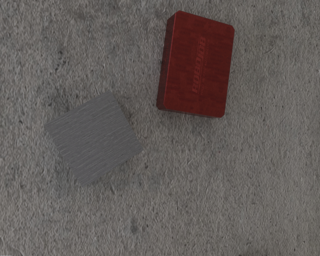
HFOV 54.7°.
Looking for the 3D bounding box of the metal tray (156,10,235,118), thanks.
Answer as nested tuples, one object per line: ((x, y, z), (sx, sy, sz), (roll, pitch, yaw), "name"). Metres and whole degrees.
((0.049, -0.083, 0.425), (0.091, 0.030, 0.129), (8, 87, -20), "metal tray")

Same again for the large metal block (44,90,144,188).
((-0.079, 0.011, 0.367), (0.080, 0.050, 0.080), (-31, 101, -17), "large metal block")
